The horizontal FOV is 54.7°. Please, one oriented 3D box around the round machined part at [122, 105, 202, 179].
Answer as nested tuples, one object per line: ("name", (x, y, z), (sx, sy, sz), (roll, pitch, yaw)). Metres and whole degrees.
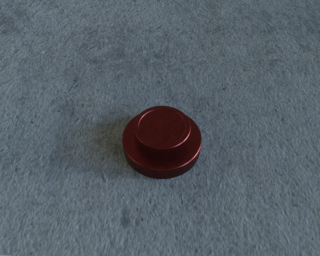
("round machined part", (0.002, 0.010, 0.384), (0.099, 0.042, 0.098), (0, 50, 0))
